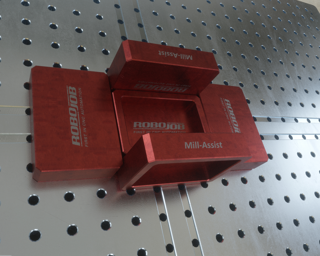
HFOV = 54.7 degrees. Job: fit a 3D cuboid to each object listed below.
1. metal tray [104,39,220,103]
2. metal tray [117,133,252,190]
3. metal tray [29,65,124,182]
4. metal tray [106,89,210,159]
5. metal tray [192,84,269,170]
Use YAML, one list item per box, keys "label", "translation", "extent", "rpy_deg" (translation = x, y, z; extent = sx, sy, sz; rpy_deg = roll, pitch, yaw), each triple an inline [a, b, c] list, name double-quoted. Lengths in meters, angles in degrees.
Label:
- label: "metal tray"
  translation: [0.001, -0.067, 0.409]
  extent: [0.131, 0.090, 0.030]
  rpy_deg: [1, 62, -28]
- label: "metal tray"
  translation: [0.027, 0.039, 0.357]
  extent: [0.131, 0.090, 0.030]
  rpy_deg: [1, 62, -28]
- label: "metal tray"
  translation: [-0.099, -0.007, 0.357]
  extent: [0.091, 0.030, 0.130]
  rpy_deg: [1, 61, -28]
- label: "metal tray"
  translation: [0.002, -0.001, 0.405]
  extent: [0.131, 0.030, 0.090]
  rpy_deg: [1, 61, -28]
- label: "metal tray"
  translation: [0.098, -0.004, 0.460]
  extent: [0.091, 0.030, 0.130]
  rpy_deg: [1, 61, -29]
